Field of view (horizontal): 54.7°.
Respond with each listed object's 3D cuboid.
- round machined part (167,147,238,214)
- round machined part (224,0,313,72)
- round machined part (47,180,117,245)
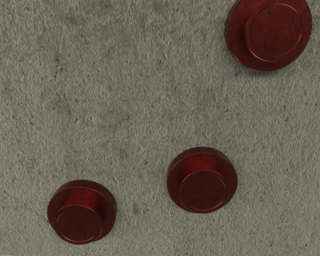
[{"bbox_3d":[0.059,0.079,0.430,0.099,0.042,0.097,0,110,0],"label":"round machined part"},{"bbox_3d":[0.128,-0.114,0.360,0.099,0.042,0.097,0,110,0],"label":"round machined part"},{"bbox_3d":[-0.114,0.127,0.447,0.099,0.042,0.097,0,110,0],"label":"round machined part"}]
